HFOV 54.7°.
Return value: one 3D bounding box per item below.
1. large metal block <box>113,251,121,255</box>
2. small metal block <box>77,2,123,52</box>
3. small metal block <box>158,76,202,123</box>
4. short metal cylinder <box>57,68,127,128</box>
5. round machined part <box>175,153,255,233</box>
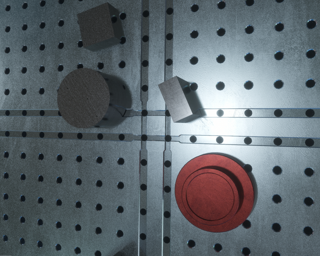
[{"bbox_3d":[-0.073,0.234,0.424,0.080,0.050,0.080,-41,77,15],"label":"large metal block"},{"bbox_3d":[-0.085,-0.143,0.442,0.050,0.025,0.050,-13,86,19],"label":"small metal block"},{"bbox_3d":[0.026,-0.034,0.389,0.025,0.050,0.050,-25,82,18],"label":"small metal block"},{"bbox_3d":[-0.093,-0.039,0.431,0.080,0.050,0.079,0,90,19],"label":"short metal cylinder"},{"bbox_3d":[0.065,0.080,0.380,0.098,0.042,0.097,0,90,19],"label":"round machined part"}]
